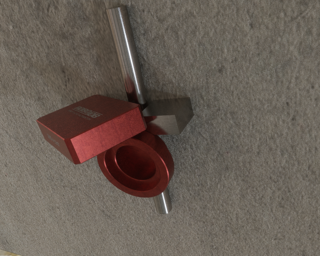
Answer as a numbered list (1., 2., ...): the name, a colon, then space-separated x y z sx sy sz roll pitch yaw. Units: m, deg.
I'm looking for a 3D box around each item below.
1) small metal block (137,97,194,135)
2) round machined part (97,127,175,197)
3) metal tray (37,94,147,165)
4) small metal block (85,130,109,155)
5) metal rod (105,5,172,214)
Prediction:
1. small metal block: 0.008 -0.015 0.378 0.050 0.050 0.025 -1 118 28
2. round machined part: -0.027 0.039 0.399 0.098 0.042 0.097 12 127 18
3. metal tray: -0.088 -0.005 0.377 0.130 0.091 0.030 18 130 54
4. small metal block: -0.075 0.011 0.437 0.050 0.050 0.025 -20 108 35
5. metal rod: -0.022 -0.006 0.415 0.025 0.025 0.298 2 120 27
